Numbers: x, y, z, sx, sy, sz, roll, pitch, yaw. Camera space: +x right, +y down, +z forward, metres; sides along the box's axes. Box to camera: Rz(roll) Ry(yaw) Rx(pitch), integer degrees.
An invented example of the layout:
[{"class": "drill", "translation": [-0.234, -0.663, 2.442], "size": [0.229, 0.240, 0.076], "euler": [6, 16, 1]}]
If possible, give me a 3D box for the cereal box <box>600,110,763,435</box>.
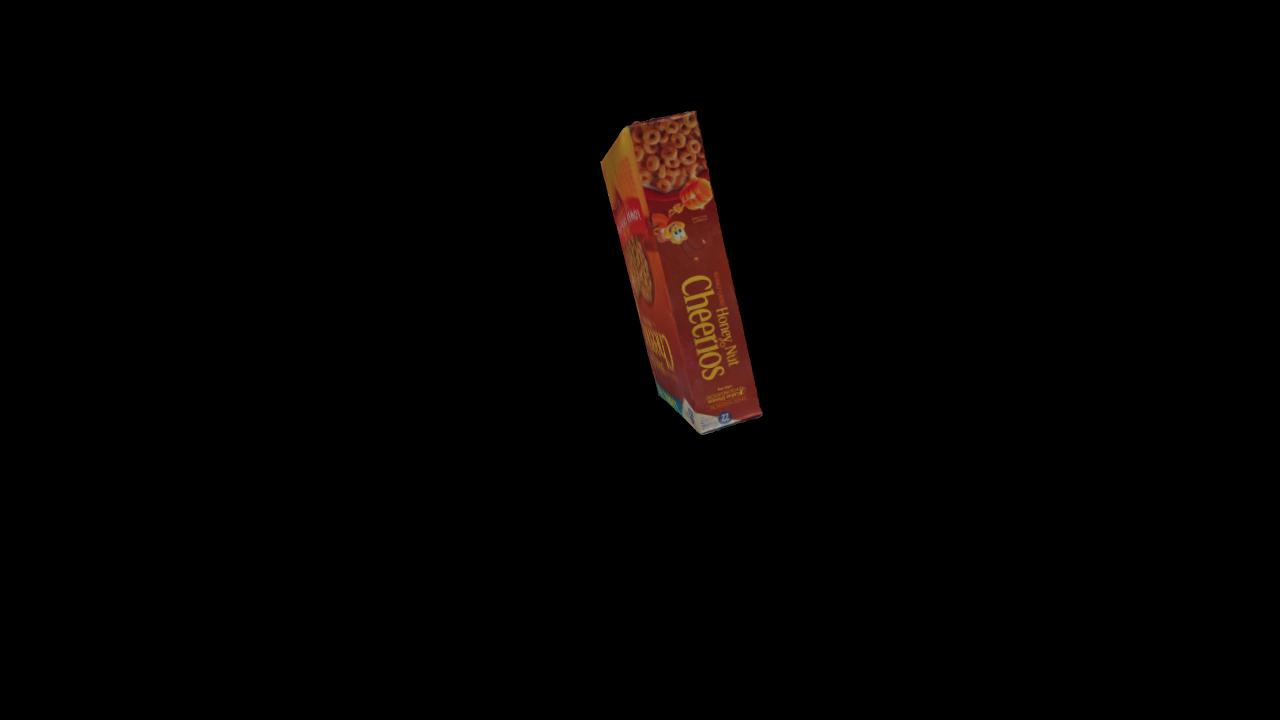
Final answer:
[{"class": "cereal box", "translation": [0.037, -0.090, 0.677], "size": [0.081, 0.306, 0.203], "euler": [-15, 12, -7]}]
